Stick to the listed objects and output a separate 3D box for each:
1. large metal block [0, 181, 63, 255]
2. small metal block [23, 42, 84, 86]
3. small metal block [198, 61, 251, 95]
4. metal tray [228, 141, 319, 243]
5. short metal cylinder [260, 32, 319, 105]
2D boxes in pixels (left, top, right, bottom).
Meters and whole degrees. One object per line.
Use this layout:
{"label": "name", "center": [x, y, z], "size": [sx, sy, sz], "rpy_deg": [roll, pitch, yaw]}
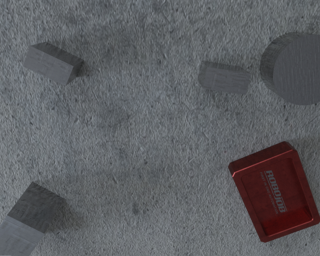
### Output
{"label": "large metal block", "center": [-0.187, 0.136, 0.429], "size": [0.050, 0.080, 0.080], "rpy_deg": [33, 107, -11]}
{"label": "small metal block", "center": [-0.124, -0.077, 0.367], "size": [0.050, 0.050, 0.025], "rpy_deg": [25, 108, -9]}
{"label": "small metal block", "center": [0.076, -0.062, 0.374], "size": [0.050, 0.050, 0.025], "rpy_deg": [8, 110, -3]}
{"label": "metal tray", "center": [0.164, 0.093, 0.442], "size": [0.090, 0.030, 0.129], "rpy_deg": [-24, 109, 8]}
{"label": "short metal cylinder", "center": [0.167, -0.072, 0.371], "size": [0.081, 0.050, 0.079], "rpy_deg": [0, 110, 0]}
